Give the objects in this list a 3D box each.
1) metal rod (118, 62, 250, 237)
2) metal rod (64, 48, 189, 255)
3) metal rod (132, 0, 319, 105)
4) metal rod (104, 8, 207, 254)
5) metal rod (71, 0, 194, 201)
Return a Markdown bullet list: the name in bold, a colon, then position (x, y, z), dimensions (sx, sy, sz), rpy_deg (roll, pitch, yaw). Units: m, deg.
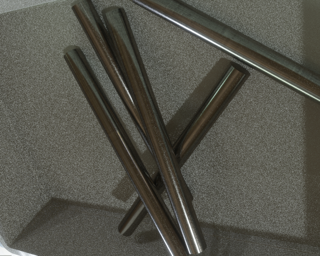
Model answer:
- **metal rod**: position (0.016, 0.046, 0.401), dimensions (0.025, 0.025, 0.298), rpy_deg (35, 120, 5)
- **metal rod**: position (-0.044, 0.032, 0.402), dimensions (0.025, 0.025, 0.299), rpy_deg (-31, 86, 38)
- **metal rod**: position (0.105, -0.068, 0.310), dimensions (0.301, 0.025, 0.025), rpy_deg (31, 129, 8)
- **metal rod**: position (-0.003, 0.008, 0.369), dimensions (0.025, 0.025, 0.298), rpy_deg (-16, 96, 34)
- **metal rod**: position (-0.028, -0.020, 0.410), dimensions (0.025, 0.025, 0.299), rpy_deg (-15, 111, 34)
